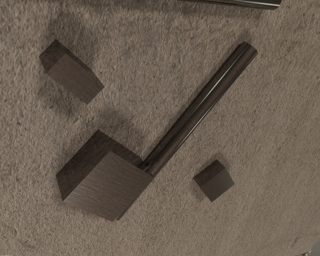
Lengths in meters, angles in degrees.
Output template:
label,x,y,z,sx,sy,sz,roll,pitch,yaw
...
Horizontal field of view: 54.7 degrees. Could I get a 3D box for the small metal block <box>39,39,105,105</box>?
label,x,y,z,sx,sy,sz,roll,pitch,yaw
small metal block,-0.088,-0.056,0.308,0.025,0.050,0.050,-46,130,3

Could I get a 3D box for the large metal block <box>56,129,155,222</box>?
label,x,y,z,sx,sy,sz,roll,pitch,yaw
large metal block,-0.069,0.062,0.392,0.080,0.050,0.080,-47,130,5

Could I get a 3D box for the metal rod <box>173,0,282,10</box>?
label,x,y,z,sx,sy,sz,roll,pitch,yaw
metal rod,0.008,-0.147,0.321,0.303,0.025,0.025,-6,121,-26

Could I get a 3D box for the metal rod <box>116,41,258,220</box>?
label,x,y,z,sx,sy,sz,roll,pitch,yaw
metal rod,0.026,0.009,0.428,0.025,0.025,0.299,33,100,-39

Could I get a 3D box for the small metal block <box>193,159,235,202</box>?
label,x,y,z,sx,sy,sz,roll,pitch,yaw
small metal block,0.090,0.088,0.513,0.050,0.025,0.050,-38,130,-3
